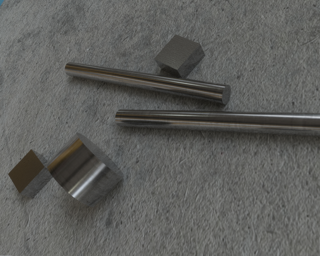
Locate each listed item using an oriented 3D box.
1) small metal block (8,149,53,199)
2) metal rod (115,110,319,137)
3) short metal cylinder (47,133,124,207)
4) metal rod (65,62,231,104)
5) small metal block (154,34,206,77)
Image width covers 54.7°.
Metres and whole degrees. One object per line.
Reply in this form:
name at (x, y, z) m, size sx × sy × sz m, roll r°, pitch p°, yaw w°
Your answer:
small metal block at (-0.191, 0.068, 0.463) m, size 0.050 × 0.025 × 0.050 m, roll -49°, pitch 52°, yaw -6°
metal rod at (0.075, -0.008, 0.369) m, size 0.300 × 0.025 × 0.025 m, roll 3°, pitch 63°, yaw 29°
short metal cylinder at (-0.091, 0.051, 0.385) m, size 0.050 × 0.080 × 0.080 m, roll -46°, pitch 51°, yaw -4°
metal rod at (-0.038, -0.073, 0.468) m, size 0.300 × 0.025 × 0.025 m, roll 15°, pitch 69°, yaw 34°
small metal block at (0.029, -0.104, 0.453) m, size 0.050 × 0.025 × 0.050 m, roll 35°, pitch 81°, yaw 38°
